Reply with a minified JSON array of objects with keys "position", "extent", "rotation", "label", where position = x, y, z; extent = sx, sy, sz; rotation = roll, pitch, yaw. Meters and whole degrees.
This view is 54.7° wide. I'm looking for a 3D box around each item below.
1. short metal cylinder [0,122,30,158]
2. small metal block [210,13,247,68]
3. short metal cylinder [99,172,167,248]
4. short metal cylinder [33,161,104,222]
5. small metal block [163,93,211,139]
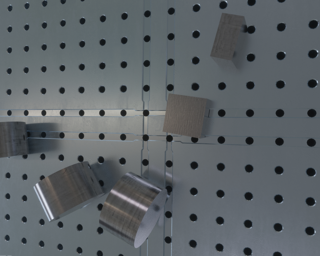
[{"position":[-0.244,0.021,0.469],"extent":[0.080,0.080,0.050],"rotation":[-8,87,20],"label":"short metal cylinder"},{"position":[0.083,-0.102,0.370],"extent":[0.025,0.050,0.050],"rotation":[17,96,19],"label":"small metal block"},{"position":[-0.032,0.103,0.395],"extent":[0.050,0.080,0.080],"rotation":[24,98,18],"label":"short metal cylinder"},{"position":[-0.124,0.087,0.427],"extent":[0.080,0.080,0.050],"rotation":[-32,80,17],"label":"short metal cylinder"},{"position":[0.035,-0.016,0.400],"extent":[0.050,0.025,0.050],"rotation":[10,93,19],"label":"small metal block"}]
